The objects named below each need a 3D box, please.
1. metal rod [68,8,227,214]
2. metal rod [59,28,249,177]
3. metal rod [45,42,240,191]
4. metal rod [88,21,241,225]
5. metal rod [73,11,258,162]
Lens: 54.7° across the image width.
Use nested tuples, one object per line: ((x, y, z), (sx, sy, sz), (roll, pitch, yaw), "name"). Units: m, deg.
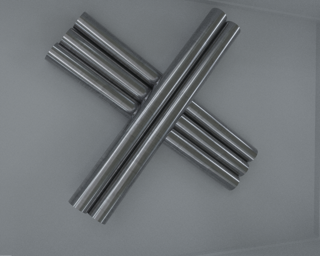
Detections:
((-0.007, -0.030, 0.379), (0.025, 0.025, 0.300), (39, 78, -16), "metal rod")
((0.004, -0.024, 0.410), (0.301, 0.025, 0.025), (36, 79, -17), "metal rod")
((-0.011, -0.005, 0.405), (0.301, 0.025, 0.025), (36, 79, -17), "metal rod")
((0.012, -0.016, 0.387), (0.025, 0.025, 0.300), (39, 78, -16), "metal rod")
((0.019, -0.045, 0.416), (0.301, 0.025, 0.025), (36, 78, -17), "metal rod")
